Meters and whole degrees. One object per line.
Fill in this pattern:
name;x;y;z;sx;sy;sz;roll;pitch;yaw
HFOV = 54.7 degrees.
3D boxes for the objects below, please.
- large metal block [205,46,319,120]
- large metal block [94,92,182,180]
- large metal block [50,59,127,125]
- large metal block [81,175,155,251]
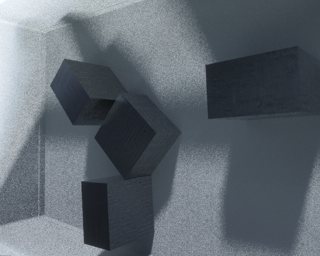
large metal block;0.099;-0.035;0.288;0.080;0.081;0.050;-4;88;39
large metal block;-0.032;0.010;0.415;0.080;0.050;0.080;48;118;29
large metal block;-0.098;-0.050;0.449;0.050;0.081;0.080;-51;60;27
large metal block;-0.055;0.107;0.414;0.050;0.081;0.080;-5;87;40
